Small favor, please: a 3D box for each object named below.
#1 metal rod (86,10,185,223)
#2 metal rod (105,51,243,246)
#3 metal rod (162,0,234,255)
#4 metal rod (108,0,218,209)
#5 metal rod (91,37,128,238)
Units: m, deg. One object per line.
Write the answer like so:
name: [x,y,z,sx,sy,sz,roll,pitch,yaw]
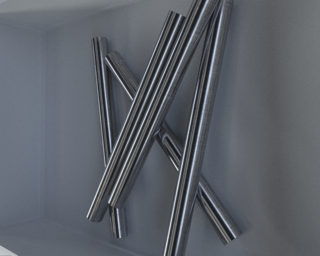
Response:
metal rod: [-0.036,-0.001,0.400,0.025,0.025,0.298,37,112,33]
metal rod: [0.005,0.009,0.400,0.025,0.025,0.299,-48,62,29]
metal rod: [0.042,0.003,0.347,0.025,0.025,0.298,11,90,39]
metal rod: [0.000,-0.028,0.371,0.025,0.025,0.298,37,113,33]
metal rod: [-0.076,0.010,0.467,0.025,0.025,0.298,-11,83,39]
